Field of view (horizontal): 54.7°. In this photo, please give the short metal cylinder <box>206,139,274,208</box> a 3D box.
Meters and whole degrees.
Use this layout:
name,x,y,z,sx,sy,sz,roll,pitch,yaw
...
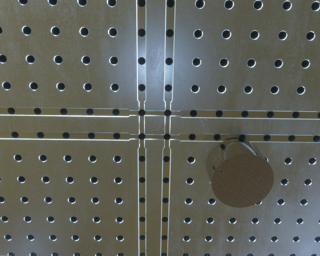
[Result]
name,x,y,z,sx,sy,sz,roll,pitch,yaw
short metal cylinder,0.107,0.061,0.424,0.081,0.050,0.079,0,110,-1
